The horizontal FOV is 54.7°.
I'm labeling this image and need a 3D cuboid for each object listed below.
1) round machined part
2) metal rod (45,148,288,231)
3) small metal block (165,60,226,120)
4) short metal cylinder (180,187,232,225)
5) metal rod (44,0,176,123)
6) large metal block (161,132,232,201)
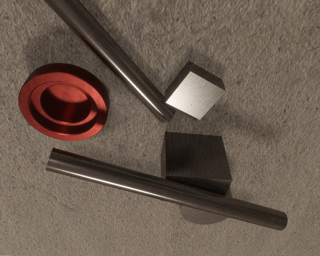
[{"bbox_3d":[-0.109,-0.034,0.366,0.099,0.042,0.097,-1,130,0],"label":"round machined part"},{"bbox_3d":[0.021,0.078,0.368,0.302,0.025,0.025,18,128,-15],"label":"metal rod"},{"bbox_3d":[0.041,-0.044,0.370,0.050,0.025,0.050,25,126,-21],"label":"small metal block"},{"bbox_3d":[0.071,0.106,0.483,0.081,0.050,0.079,0,130,0],"label":"short metal cylinder"},{"bbox_3d":[-0.079,-0.108,0.314,0.025,0.025,0.300,-30,125,22],"label":"metal rod"},{"bbox_3d":[0.044,0.053,0.417,0.081,0.080,0.050,5,130,-5],"label":"large metal block"}]
